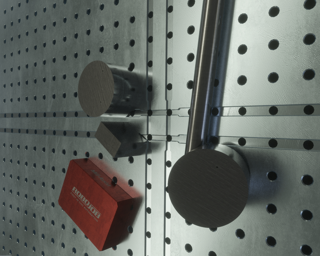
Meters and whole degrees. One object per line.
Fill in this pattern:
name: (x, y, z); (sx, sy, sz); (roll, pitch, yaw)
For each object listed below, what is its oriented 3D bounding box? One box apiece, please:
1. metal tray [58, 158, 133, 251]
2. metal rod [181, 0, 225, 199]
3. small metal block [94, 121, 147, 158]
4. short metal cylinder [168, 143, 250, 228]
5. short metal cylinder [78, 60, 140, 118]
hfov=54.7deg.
metal tray: (-0.107, 0.118, 0.495); (0.130, 0.030, 0.089); (33, 110, 35)
metal rod: (0.052, -0.057, 0.366); (0.025, 0.025, 0.298); (11, 97, 39)
small metal block: (-0.055, 0.015, 0.439); (0.050, 0.050, 0.025); (43, 116, 31)
short metal cylinder: (0.054, 0.059, 0.331); (0.080, 0.050, 0.079); (1, 94, 18)
short metal cylinder: (-0.075, -0.055, 0.455); (0.080, 0.050, 0.079); (0, 90, 40)
